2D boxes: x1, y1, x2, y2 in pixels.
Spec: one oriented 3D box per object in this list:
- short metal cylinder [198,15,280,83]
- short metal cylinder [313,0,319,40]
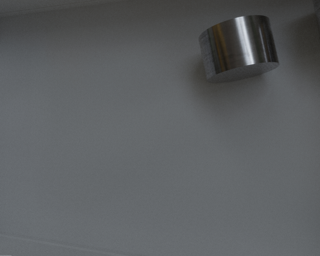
[{"bbox_3d":[0.088,-0.086,0.350,0.080,0.080,0.050,-12,86,19],"label":"short metal cylinder"},{"bbox_3d":[0.201,-0.117,0.310,0.080,0.080,0.050,-10,87,20],"label":"short metal cylinder"}]
